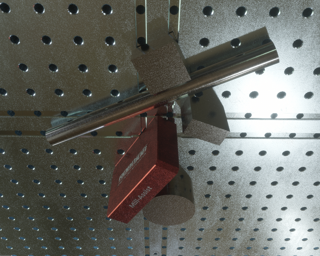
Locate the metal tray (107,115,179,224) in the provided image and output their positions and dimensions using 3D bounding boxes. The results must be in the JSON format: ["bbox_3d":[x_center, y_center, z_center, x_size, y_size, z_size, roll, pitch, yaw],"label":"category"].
[{"bbox_3d":[-0.025,0.057,0.416,0.030,0.090,0.129,26,125,-20],"label":"metal tray"}]

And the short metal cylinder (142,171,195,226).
[{"bbox_3d":[0.014,0.110,0.489,0.081,0.050,0.079,0,130,0],"label":"short metal cylinder"}]

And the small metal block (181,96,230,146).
[{"bbox_3d":[0.055,-0.010,0.387,0.050,0.050,0.025,18,128,-15],"label":"small metal block"}]

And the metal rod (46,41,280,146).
[{"bbox_3d":[-0.010,-0.036,0.380,0.301,0.025,0.025,-19,128,15],"label":"metal rod"}]

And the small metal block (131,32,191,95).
[{"bbox_3d":[0.002,-0.072,0.350,0.050,0.025,0.050,-20,127,15],"label":"small metal block"}]
